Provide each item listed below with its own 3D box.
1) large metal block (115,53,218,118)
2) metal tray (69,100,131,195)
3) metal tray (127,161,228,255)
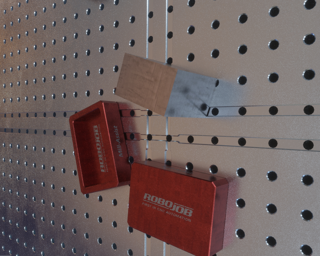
[{"bbox_3d":[0.008,-0.049,0.367,0.080,0.081,0.050,26,107,37],"label":"large metal block"},{"bbox_3d":[-0.095,0.032,0.484,0.090,0.030,0.129,-20,77,38],"label":"metal tray"},{"bbox_3d":[0.017,0.097,0.392,0.130,0.030,0.089,8,95,39],"label":"metal tray"}]
